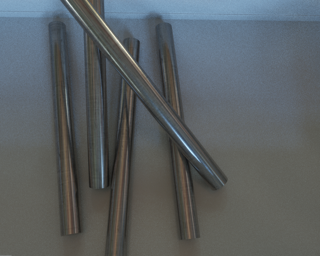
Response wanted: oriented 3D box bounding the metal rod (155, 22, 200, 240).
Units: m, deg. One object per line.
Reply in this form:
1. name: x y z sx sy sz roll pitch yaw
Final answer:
1. metal rod: 0.020 -0.010 0.413 0.025 0.025 0.299 -5 70 -2

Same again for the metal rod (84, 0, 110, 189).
1. metal rod: -0.078 -0.077 0.373 0.025 0.025 0.298 -1 95 0

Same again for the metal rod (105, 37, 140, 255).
1. metal rod: -0.046 0.015 0.403 0.025 0.025 0.299 2 70 0

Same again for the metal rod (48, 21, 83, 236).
1. metal rod: -0.128 -0.014 0.413 0.025 0.025 0.299 -9 70 -3

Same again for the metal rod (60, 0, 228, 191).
1. metal rod: -0.018 -0.046 0.360 0.025 0.025 0.300 -41 101 -13
